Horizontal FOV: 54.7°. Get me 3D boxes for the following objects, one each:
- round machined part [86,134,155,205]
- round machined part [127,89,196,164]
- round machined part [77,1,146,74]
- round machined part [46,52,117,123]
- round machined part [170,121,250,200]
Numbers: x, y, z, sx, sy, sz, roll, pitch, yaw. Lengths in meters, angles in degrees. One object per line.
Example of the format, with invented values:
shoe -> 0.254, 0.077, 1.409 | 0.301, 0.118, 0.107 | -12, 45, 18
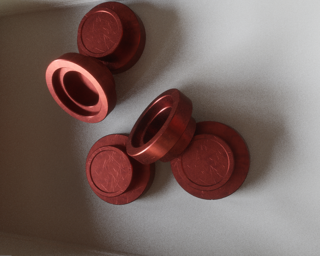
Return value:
round machined part -> -0.060, 0.057, 0.421 | 0.098, 0.042, 0.097 | 0, 90, 19
round machined part -> 0.006, 0.003, 0.380 | 0.042, 0.098, 0.098 | 37, 104, -22
round machined part -> -0.073, -0.126, 0.426 | 0.098, 0.042, 0.097 | 0, 90, 19
round machined part -> -0.100, -0.058, 0.418 | 0.098, 0.042, 0.097 | 17, 135, 19
round machined part -> 0.059, 0.040, 0.380 | 0.098, 0.042, 0.097 | 0, 90, 19
